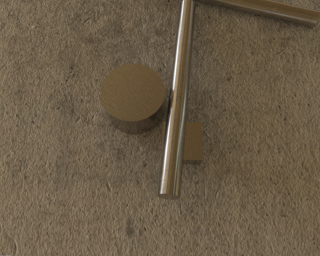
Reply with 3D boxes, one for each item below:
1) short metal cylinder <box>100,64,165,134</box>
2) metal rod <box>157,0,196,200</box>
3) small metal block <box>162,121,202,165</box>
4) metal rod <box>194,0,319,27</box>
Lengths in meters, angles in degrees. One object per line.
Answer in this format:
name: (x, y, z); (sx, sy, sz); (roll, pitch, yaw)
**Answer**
short metal cylinder: (-0.034, -0.037, 0.408); (0.081, 0.050, 0.080); (0, 70, 0)
metal rod: (0.026, -0.056, 0.409); (0.025, 0.025, 0.299); (6, 63, 2)
small metal block: (0.028, 0.020, 0.401); (0.050, 0.025, 0.050); (2, 70, 0)
metal rod: (0.092, -0.204, 0.483); (0.301, 0.025, 0.025); (15, 71, 5)
